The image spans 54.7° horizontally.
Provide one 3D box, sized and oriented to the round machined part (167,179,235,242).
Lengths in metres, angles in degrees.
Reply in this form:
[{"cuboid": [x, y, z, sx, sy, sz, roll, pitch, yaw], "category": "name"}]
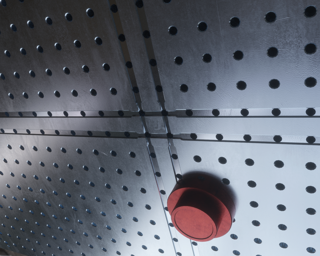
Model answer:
[{"cuboid": [0.055, 0.125, 0.447, 0.098, 0.042, 0.097, 13, 124, 20], "category": "round machined part"}]
